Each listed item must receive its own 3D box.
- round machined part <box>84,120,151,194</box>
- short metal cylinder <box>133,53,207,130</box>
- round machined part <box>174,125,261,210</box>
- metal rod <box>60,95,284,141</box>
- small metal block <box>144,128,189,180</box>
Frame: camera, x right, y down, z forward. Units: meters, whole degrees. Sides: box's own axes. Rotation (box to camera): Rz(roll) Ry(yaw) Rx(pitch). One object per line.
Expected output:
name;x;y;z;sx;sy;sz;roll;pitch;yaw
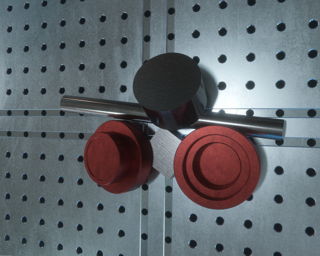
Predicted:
round machined part;-0.062;0.038;0.408;0.098;0.042;0.097;1;91;38
short metal cylinder;0.013;-0.044;0.375;0.080;0.050;0.080;-6;63;13
round machined part;0.069;0.044;0.373;0.098;0.042;0.097;1;93;17
metal rod;0.001;-0.017;0.408;0.301;0.025;0.025;8;93;19
small metal block;0.011;0.031;0.405;0.050;0.025;0.050;38;102;16
